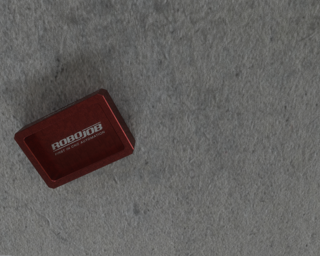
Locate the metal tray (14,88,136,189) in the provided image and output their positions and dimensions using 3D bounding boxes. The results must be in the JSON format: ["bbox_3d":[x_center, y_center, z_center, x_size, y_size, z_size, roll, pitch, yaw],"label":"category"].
[{"bbox_3d":[-0.110,0.016,0.411,0.130,0.030,0.090,-25,108,8],"label":"metal tray"}]
